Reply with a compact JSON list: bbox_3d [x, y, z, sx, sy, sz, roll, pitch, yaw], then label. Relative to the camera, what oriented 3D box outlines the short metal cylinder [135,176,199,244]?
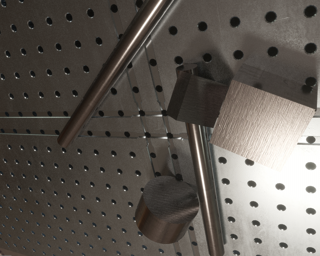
[{"bbox_3d":[0.009,0.115,0.441,0.080,0.080,0.050,28,128,10],"label":"short metal cylinder"}]

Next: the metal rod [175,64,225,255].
[{"bbox_3d":[0.059,0.062,0.417,0.025,0.025,0.298,2,120,27],"label":"metal rod"}]

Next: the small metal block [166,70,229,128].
[{"bbox_3d":[0.041,-0.031,0.341,0.025,0.050,0.050,37,113,57],"label":"small metal block"}]

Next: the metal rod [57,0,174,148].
[{"bbox_3d":[-0.073,-0.062,0.409,0.025,0.025,0.298,43,129,-2],"label":"metal rod"}]

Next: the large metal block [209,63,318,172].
[{"bbox_3d":[0.108,-0.012,0.330,0.080,0.050,0.079,23,127,13],"label":"large metal block"}]
